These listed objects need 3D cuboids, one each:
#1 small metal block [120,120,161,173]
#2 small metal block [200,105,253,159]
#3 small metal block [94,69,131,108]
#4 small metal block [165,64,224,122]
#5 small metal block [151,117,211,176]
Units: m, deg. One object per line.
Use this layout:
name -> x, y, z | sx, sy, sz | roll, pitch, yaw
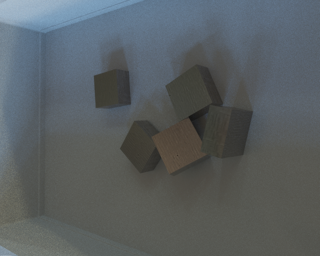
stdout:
small metal block -> -0.022, 0.025, 0.421 | 0.050, 0.025, 0.050 | 46, 121, 30
small metal block -> 0.072, 0.003, 0.330 | 0.025, 0.050, 0.050 | 17, 101, 38
small metal block -> -0.072, -0.057, 0.464 | 0.050, 0.025, 0.050 | -7, 86, 39
small metal block -> 0.040, -0.040, 0.372 | 0.050, 0.025, 0.050 | -31, 71, 35
small metal block -> 0.025, 0.023, 0.371 | 0.050, 0.025, 0.050 | -28, 70, 6
